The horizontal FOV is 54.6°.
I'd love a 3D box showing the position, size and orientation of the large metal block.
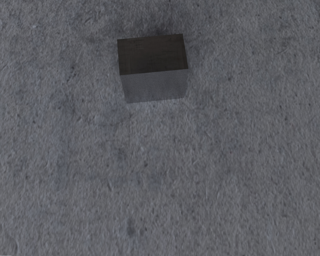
[{"bbox_3d":[-0.009,-0.075,0.406,0.080,0.080,0.050,-6,70,-2],"label":"large metal block"}]
